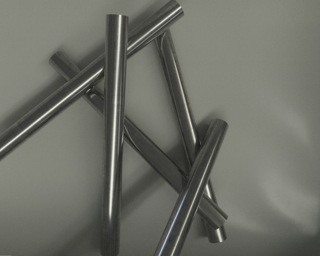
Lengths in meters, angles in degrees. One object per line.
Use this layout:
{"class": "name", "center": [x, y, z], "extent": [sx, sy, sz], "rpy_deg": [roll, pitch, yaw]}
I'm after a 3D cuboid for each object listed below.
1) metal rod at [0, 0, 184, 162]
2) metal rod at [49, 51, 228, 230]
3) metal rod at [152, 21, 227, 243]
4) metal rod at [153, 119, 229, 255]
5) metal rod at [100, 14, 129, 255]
{"class": "metal rod", "center": [-0.094, -0.055, 0.379], "extent": [0.301, 0.025, 0.025], "rpy_deg": [-39, 90, -3]}
{"class": "metal rod", "center": [-0.031, 0.013, 0.397], "extent": [0.300, 0.025, 0.025], "rpy_deg": [45, 90, 5]}
{"class": "metal rod", "center": [0.037, 0.004, 0.411], "extent": [0.025, 0.025, 0.298], "rpy_deg": [-15, 90, 0]}
{"class": "metal rod", "center": [0.019, 0.109, 0.338], "extent": [0.025, 0.025, 0.300], "rpy_deg": [28, 59, 0]}
{"class": "metal rod", "center": [-0.057, 0.020, 0.379], "extent": [0.025, 0.025, 0.298], "rpy_deg": [4, 103, -1]}
